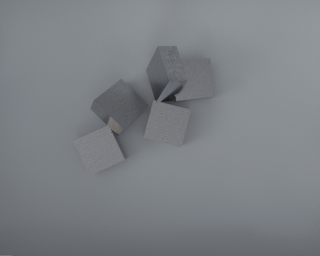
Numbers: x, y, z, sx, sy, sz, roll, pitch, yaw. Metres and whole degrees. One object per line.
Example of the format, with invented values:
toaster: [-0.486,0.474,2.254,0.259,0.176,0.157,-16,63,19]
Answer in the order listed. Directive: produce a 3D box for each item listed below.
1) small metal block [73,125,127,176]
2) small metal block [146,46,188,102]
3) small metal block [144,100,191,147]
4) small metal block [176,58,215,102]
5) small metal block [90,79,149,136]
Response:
small metal block: [-0.078,0.029,0.411,0.050,0.025,0.050,-25,90,0]
small metal block: [0.007,-0.067,0.389,0.025,0.050,0.050,-7,68,-24]
small metal block: [0.010,-0.006,0.411,0.050,0.025,0.050,15,90,0]
small metal block: [0.043,-0.063,0.411,0.050,0.025,0.050,-7,90,0]
small metal block: [-0.052,-0.027,0.400,0.050,0.025,0.050,45,59,0]
